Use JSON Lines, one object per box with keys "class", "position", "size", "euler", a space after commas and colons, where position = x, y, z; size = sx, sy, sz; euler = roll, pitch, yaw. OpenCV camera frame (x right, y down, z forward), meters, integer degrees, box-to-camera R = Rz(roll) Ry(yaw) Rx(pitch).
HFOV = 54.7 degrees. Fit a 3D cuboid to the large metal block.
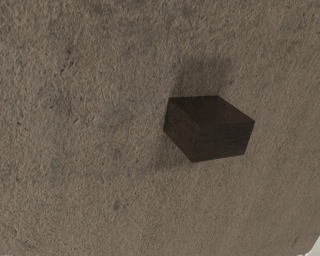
{"class": "large metal block", "position": [0.061, -0.003, 0.405], "size": [0.081, 0.080, 0.050], "euler": [-5, 121, -26]}
